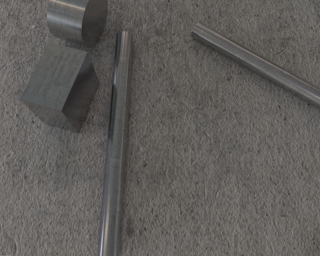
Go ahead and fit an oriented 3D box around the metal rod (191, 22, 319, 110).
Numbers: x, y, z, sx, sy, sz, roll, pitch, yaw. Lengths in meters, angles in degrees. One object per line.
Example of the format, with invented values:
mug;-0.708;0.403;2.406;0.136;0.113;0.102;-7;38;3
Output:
metal rod;0.177;-0.067;0.433;0.301;0.025;0.025;33;73;11

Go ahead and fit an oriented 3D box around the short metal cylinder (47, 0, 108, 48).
short metal cylinder;-0.114;-0.159;0.436;0.050;0.080;0.080;19;71;7

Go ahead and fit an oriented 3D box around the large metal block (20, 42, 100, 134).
large metal block;-0.122;-0.048;0.396;0.050;0.080;0.080;16;71;5

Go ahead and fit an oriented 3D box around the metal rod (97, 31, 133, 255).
metal rod;-0.056;0.005;0.405;0.025;0.025;0.299;1;70;0
